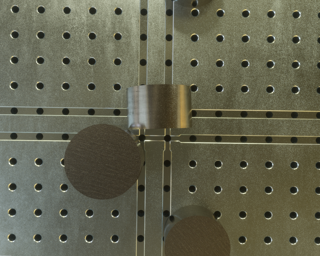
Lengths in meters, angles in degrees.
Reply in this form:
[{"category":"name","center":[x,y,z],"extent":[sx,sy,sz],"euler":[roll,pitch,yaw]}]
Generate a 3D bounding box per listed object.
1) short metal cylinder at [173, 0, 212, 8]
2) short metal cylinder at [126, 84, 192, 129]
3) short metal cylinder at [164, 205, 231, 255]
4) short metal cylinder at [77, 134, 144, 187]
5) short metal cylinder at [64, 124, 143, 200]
[{"category":"short metal cylinder","center":[0.045,-0.205,0.401],"extent":[0.081,0.050,0.079],"euler":[0,90,-1]},{"category":"short metal cylinder","center":[-0.001,-0.024,0.386],"extent":[0.081,0.080,0.050],"euler":[-2,90,-1]},{"category":"short metal cylinder","center":[0.046,0.146,0.402],"extent":[0.081,0.050,0.079],"euler":[0,90,-1]},{"category":"short metal cylinder","center":[-0.061,0.041,0.400],"extent":[0.081,0.050,0.079],"euler":[0,90,-1]},{"category":"short metal cylinder","center":[-0.061,0.035,0.350],"extent":[0.081,0.050,0.079],"euler":[0,90,-1]}]
